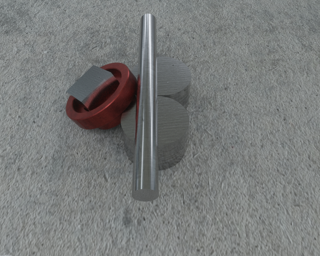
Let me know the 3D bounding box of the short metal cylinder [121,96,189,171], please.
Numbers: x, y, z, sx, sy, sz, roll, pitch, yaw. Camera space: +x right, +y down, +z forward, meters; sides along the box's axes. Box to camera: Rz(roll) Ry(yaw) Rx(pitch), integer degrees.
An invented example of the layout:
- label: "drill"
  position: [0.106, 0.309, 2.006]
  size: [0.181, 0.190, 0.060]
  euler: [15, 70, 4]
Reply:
- label: "short metal cylinder"
  position: [-0.006, 0.006, 0.383]
  size: [0.081, 0.050, 0.080]
  euler: [0, 49, 0]

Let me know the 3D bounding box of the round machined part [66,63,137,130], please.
- label: "round machined part"
  position: [-0.071, -0.036, 0.407]
  size: [0.098, 0.042, 0.098]
  euler: [-20, 44, 21]

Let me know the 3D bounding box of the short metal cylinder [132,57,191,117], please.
- label: "short metal cylinder"
  position: [0.002, -0.056, 0.435]
  size: [0.081, 0.050, 0.080]
  euler: [0, 50, 0]

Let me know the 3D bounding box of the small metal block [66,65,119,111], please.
- label: "small metal block"
  position: [-0.084, -0.049, 0.393]
  size: [0.050, 0.025, 0.050]
  euler: [-48, 41, -11]

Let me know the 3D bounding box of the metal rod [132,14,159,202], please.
- label: "metal rod"
  position: [-0.016, -0.052, 0.384]
  size: [0.025, 0.025, 0.300]
  euler: [-1, 50, -1]
